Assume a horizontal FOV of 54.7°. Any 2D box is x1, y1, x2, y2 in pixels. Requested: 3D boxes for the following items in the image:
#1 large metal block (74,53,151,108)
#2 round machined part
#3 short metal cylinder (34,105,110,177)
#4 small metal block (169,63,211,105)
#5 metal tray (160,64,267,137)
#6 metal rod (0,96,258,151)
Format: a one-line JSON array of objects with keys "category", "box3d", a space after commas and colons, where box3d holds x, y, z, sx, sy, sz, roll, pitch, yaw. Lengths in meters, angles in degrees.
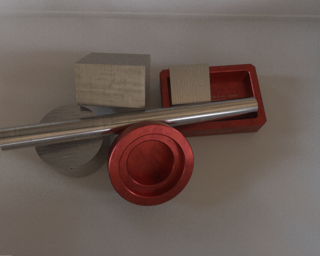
[{"category": "large metal block", "box3d": [-0.055, -0.063, 0.393, 0.081, 0.080, 0.050, 2, 112, 1]}, {"category": "round machined part", "box3d": [-0.013, 0.039, 0.368, 0.099, 0.042, 0.097, -4, 104, -14]}, {"category": "short metal cylinder", "box3d": [-0.107, 0.017, 0.386, 0.081, 0.050, 0.080, 0, 70, 0]}, {"category": "small metal block", "box3d": [0.038, -0.057, 0.407, 0.050, 0.025, 0.050, -5, 96, -2]}, {"category": "metal tray", "box3d": [0.068, -0.037, 0.419, 0.131, 0.030, 0.090, -4, 70, -2]}, {"category": "metal rod", "box3d": [-0.023, -0.009, 0.367, 0.302, 0.025, 0.025, -8, 70, -15]}]
